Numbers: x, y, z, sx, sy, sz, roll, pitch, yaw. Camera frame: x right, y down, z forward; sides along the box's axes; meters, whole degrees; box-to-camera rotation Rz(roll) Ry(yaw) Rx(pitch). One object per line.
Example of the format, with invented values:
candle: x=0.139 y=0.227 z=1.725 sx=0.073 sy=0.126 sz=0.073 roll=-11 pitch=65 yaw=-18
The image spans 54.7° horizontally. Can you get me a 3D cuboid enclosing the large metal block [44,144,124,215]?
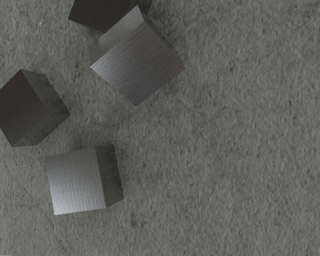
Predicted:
large metal block: x=-0.105 y=0.070 z=0.431 sx=0.080 sy=0.050 sz=0.080 roll=-13 pitch=86 yaw=19

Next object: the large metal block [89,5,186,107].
large metal block: x=-0.029 y=-0.086 z=0.382 sx=0.080 sy=0.080 sz=0.050 roll=-36 pitch=39 yaw=16

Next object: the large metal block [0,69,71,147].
large metal block: x=-0.196 y=-0.028 z=0.463 sx=0.080 sy=0.050 sz=0.080 roll=-39 pitch=78 yaw=15

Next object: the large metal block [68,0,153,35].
large metal block: x=-0.064 y=-0.165 z=0.417 sx=0.080 sy=0.050 sz=0.080 roll=25 pitch=98 yaw=18
